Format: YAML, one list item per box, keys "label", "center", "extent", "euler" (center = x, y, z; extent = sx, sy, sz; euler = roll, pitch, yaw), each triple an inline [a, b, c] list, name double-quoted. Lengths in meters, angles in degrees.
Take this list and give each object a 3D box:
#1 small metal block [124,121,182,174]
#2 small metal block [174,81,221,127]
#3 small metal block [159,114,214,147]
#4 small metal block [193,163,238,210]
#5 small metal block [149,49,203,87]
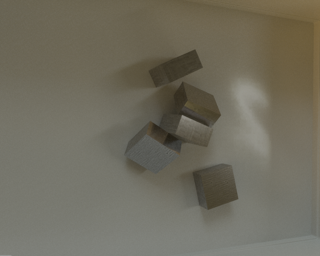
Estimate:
- label: "small metal block"
  center: [-0.009, 0.026, 0.393]
  extent: [0.050, 0.050, 0.025]
  euler: [34, 38, -17]
- label: "small metal block"
  center: [0.049, -0.031, 0.414]
  extent: [0.050, 0.050, 0.025]
  euler: [22, 122, -19]
- label: "small metal block"
  center: [0.033, 0.003, 0.407]
  extent: [0.050, 0.050, 0.025]
  euler: [22, 84, -26]
- label: "small metal block"
  center: [0.079, 0.082, 0.441]
  extent: [0.050, 0.025, 0.050]
  euler: [-13, 95, -20]
- label: "small metal block"
  center: [0.020, -0.077, 0.405]
  extent: [0.050, 0.050, 0.025]
  euler: [-27, 100, -18]
